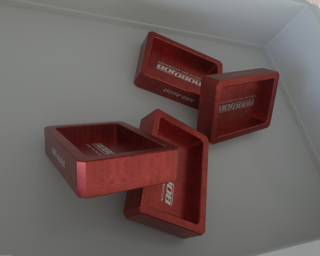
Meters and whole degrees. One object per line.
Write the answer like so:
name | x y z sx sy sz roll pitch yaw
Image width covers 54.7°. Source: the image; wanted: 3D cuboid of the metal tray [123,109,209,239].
metal tray | 0.013 0.052 0.364 0.090 0.030 0.130 29 51 -27

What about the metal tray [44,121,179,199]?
metal tray | -0.053 0.022 0.302 0.091 0.130 0.030 -5 104 -30

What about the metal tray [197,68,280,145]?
metal tray | 0.114 -0.035 0.447 0.131 0.089 0.030 -13 27 -34

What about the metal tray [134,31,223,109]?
metal tray | 0.032 -0.084 0.470 0.131 0.030 0.090 19 54 -17
